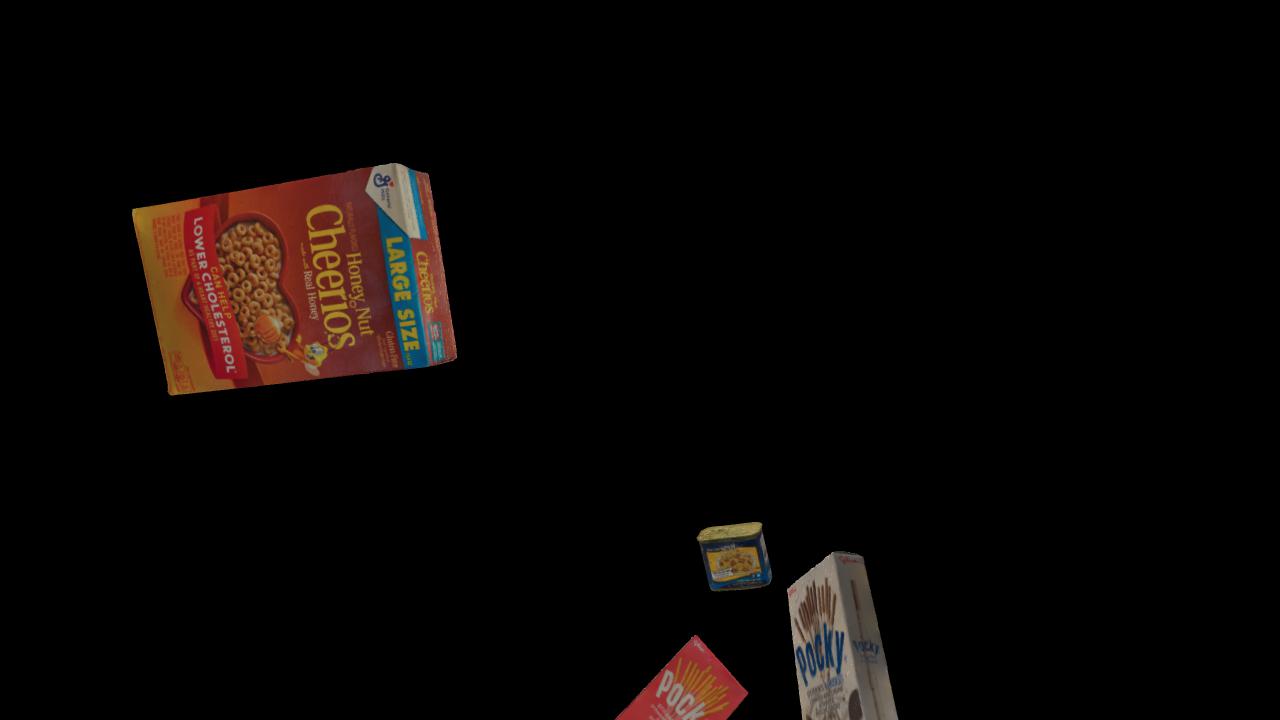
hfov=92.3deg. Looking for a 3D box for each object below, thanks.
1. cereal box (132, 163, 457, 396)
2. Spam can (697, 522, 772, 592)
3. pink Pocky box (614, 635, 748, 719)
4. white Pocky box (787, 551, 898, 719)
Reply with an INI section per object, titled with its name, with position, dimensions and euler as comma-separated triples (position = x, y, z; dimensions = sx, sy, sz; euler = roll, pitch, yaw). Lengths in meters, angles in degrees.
[cereal box]
position = -0.360, -0.079, 0.651
dimensions = 0.306, 0.203, 0.081
euler = -6, 6, 10
[Spam can]
position = 0.147, 0.304, 0.950
dimensions = 0.101, 0.085, 0.058
euler = -13, 2, 21
[pink Pocky box]
position = 0.036, 0.390, 0.673
dimensions = 0.155, 0.084, 0.029
euler = -38, -23, -22
[white Pocky box]
position = 0.141, 0.224, 0.432
dimensions = 0.028, 0.154, 0.084
euler = 11, -41, -10
